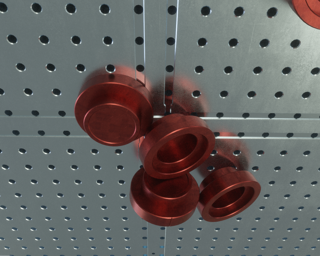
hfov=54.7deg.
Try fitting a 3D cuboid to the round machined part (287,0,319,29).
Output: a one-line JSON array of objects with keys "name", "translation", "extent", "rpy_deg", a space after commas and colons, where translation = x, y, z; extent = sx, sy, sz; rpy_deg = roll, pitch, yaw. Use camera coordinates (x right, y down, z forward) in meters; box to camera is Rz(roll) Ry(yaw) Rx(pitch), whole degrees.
[{"name": "round machined part", "translation": [0.163, -0.143, 0.281], "extent": [0.099, 0.042, 0.097], "rpy_deg": [-1, 130, 0]}]

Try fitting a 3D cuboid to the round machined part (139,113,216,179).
[{"name": "round machined part", "translation": [0.019, 0.020, 0.404], "extent": [0.099, 0.042, 0.097], "rpy_deg": [-16, 139, -14]}]

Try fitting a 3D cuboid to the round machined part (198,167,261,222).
[{"name": "round machined part", "translation": [0.099, 0.097, 0.471], "extent": [0.099, 0.042, 0.097], "rpy_deg": [-15, 137, -14]}]

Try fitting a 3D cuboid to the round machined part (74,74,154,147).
[{"name": "round machined part", "translation": [-0.057, -0.015, 0.387], "extent": [0.099, 0.042, 0.097], "rpy_deg": [0, 130, 0]}]

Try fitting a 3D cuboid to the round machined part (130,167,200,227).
[{"name": "round machined part", "translation": [0.008, 0.084, 0.435], "extent": [0.099, 0.098, 0.042], "rpy_deg": [6, 130, -6]}]
